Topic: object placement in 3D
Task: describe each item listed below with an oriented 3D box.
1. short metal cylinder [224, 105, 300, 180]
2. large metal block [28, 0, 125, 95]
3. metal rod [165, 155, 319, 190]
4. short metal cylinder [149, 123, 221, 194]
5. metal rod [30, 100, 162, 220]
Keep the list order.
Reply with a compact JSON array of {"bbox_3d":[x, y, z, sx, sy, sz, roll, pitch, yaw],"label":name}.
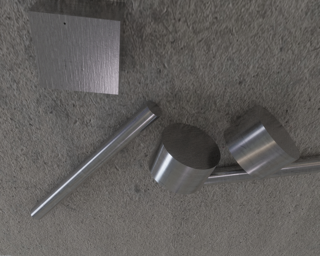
[{"bbox_3d":[0.127,0.018,0.388,0.080,0.080,0.050,33,122,-25],"label":"short metal cylinder"},{"bbox_3d":[-0.080,-0.085,0.318,0.081,0.050,0.079,5,130,-4],"label":"large metal block"},{"bbox_3d":[0.156,0.063,0.462,0.301,0.025,0.025,-8,130,6],"label":"metal rod"},{"bbox_3d":[0.031,0.039,0.405,0.081,0.080,0.050,15,128,-13],"label":"short metal cylinder"},{"bbox_3d":[-0.108,0.060,0.457,0.025,0.025,0.299,35,122,-26],"label":"metal rod"}]
